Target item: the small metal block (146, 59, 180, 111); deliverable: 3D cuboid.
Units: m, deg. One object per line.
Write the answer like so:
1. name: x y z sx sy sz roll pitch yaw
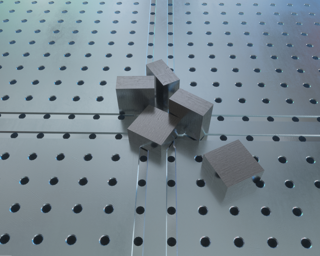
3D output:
1. small metal block: 0.004 -0.061 0.443 0.025 0.050 0.050 -23 54 -18

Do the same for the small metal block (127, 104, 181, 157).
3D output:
1. small metal block: -0.007 0.003 0.406 0.050 0.025 0.050 25 54 20

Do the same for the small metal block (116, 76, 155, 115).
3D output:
1. small metal block: -0.033 -0.045 0.429 0.050 0.050 0.025 -1 50 -1

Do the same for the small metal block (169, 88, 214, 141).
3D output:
1. small metal block: 0.039 -0.017 0.406 0.050 0.050 0.025 29 56 22

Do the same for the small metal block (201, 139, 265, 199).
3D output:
1. small metal block: 0.085 0.047 0.368 0.050 0.025 0.050 -21 53 -17
